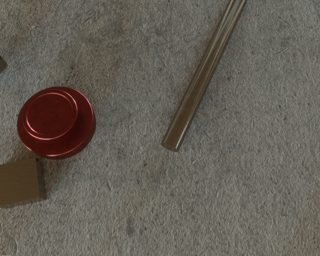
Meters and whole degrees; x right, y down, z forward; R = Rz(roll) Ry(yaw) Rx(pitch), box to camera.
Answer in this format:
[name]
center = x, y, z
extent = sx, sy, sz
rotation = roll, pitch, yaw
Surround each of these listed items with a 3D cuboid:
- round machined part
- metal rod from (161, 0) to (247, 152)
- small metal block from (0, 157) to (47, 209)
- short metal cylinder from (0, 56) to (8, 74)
[round machined part]
center = -0.137, -0.011, 0.402
extent = 0.099, 0.042, 0.098
rotation = 0, 70, 0
[metal rod]
center = 0.075, -0.103, 0.445
extent = 0.025, 0.025, 0.300
rotation = 24, 71, 8
[small metal block]
center = -0.172, 0.068, 0.382
extent = 0.050, 0.025, 0.050
rotation = -12, 71, -5
[short metal cylinder]
center = -0.254, -0.092, 0.411
extent = 0.080, 0.080, 0.050
rotation = 32, 73, 11
